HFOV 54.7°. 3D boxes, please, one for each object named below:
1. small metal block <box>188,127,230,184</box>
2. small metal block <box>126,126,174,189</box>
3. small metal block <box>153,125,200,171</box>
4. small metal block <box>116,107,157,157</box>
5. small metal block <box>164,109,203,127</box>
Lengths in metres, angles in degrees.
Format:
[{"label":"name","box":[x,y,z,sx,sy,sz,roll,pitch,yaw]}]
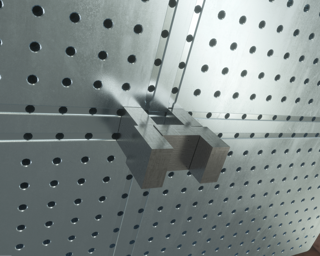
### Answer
[{"label":"small metal block","box":[0.053,0.032,0.379,0.025,0.050,0.050,1,118,-29]},{"label":"small metal block","box":[-0.013,0.031,0.342,0.025,0.050,0.050,1,118,-29]},{"label":"small metal block","box":[0.014,0.024,0.371,0.050,0.025,0.050,1,118,-29]},{"label":"small metal block","box":[-0.030,0.008,0.384,0.025,0.050,0.050,1,118,-29]},{"label":"small metal block","box":[0.027,0.008,0.416,0.025,0.050,0.050,-1,119,-29]}]
